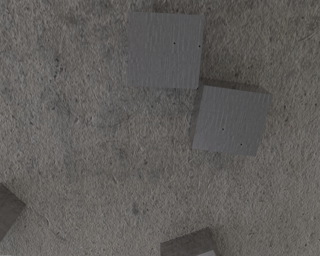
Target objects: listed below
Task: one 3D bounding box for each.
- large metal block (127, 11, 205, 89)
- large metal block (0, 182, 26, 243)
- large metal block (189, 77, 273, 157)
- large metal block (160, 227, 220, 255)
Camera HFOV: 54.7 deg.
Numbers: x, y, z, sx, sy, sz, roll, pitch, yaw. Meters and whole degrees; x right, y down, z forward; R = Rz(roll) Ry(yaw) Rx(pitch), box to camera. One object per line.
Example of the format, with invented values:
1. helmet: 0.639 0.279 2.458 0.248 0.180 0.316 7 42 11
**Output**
1. large metal block: 0.005 -0.092 0.362 0.081 0.050 0.079 3 110 -1
2. large metal block: -0.248 0.134 0.428 0.080 0.080 0.050 -35 106 12
3. large metal block: 0.085 -0.015 0.391 0.081 0.050 0.079 8 110 -3
4. large metal block: 0.054 0.211 0.475 0.080 0.050 0.080 -22 109 8
